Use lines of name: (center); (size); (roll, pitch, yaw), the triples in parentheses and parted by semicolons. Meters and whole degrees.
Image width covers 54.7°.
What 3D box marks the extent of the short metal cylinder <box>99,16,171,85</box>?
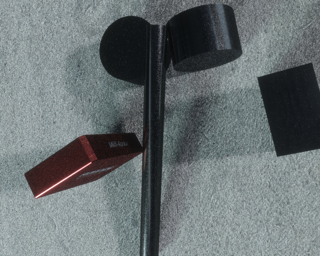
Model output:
short metal cylinder: (-0.031, -0.099, 0.407); (0.080, 0.050, 0.080); (0, 90, 20)

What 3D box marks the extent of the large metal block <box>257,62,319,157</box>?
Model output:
large metal block: (0.141, -0.017, 0.330); (0.050, 0.080, 0.080); (-14, 85, 19)

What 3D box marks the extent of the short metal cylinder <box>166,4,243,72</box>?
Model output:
short metal cylinder: (0.051, -0.102, 0.362); (0.080, 0.080, 0.050); (-12, 86, 19)

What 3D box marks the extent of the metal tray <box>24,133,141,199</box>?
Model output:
metal tray: (-0.086, 0.042, 0.383); (0.090, 0.130, 0.030); (-32, 80, 17)

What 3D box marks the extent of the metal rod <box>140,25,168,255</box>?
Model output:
metal rod: (-0.009, 0.030, 0.382); (0.025, 0.025, 0.298); (7, 103, 20)
